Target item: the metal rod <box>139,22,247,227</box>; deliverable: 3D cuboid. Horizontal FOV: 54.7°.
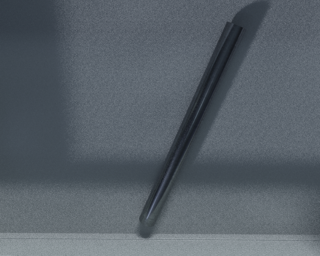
[{"bbox_3d":[0.036,0.009,0.414,0.025,0.025,0.298,20,109,-8],"label":"metal rod"}]
